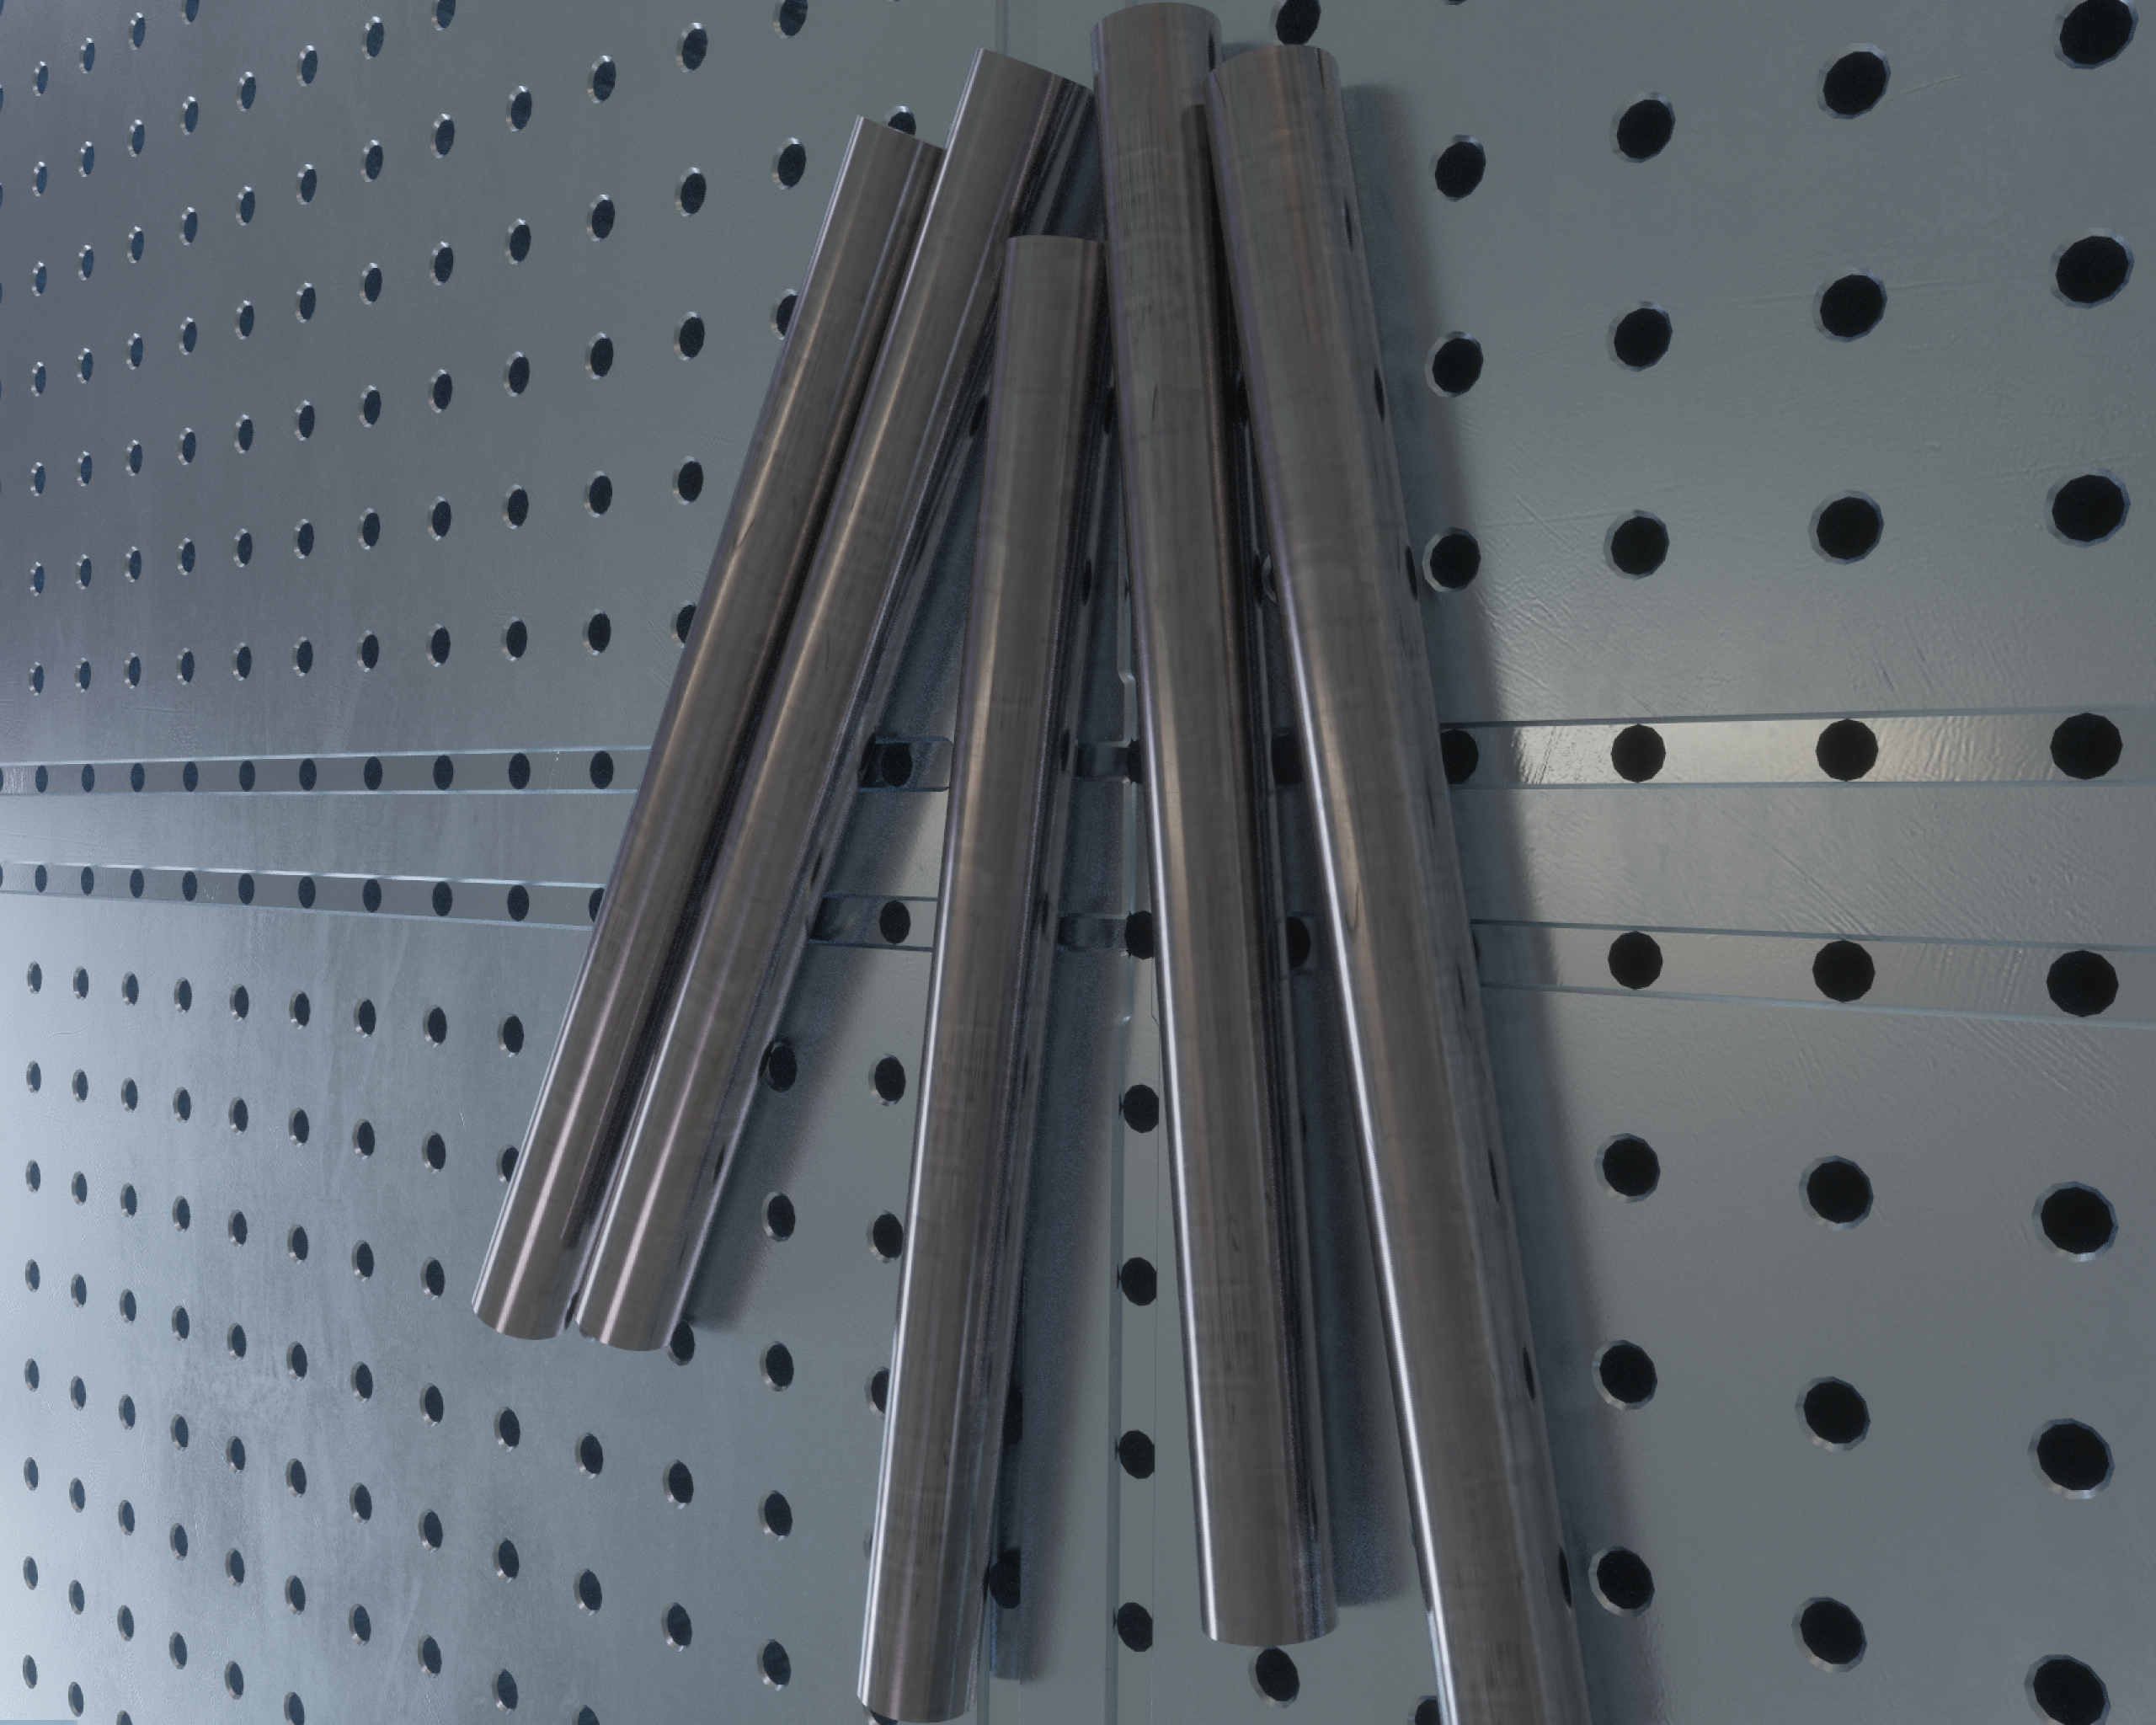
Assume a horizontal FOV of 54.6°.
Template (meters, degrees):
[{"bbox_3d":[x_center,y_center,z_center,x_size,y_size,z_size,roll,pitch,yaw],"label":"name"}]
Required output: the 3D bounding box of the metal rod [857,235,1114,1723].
[{"bbox_3d":[-0.018,0.027,0.425,0.025,0.025,0.298,10,97,39],"label":"metal rod"}]

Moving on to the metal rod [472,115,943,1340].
[{"bbox_3d":[-0.087,-0.020,0.482,0.025,0.025,0.298,34,111,35],"label":"metal rod"}]

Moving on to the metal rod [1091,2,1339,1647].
[{"bbox_3d":[0.025,-0.010,0.390,0.025,0.025,0.299,-7,86,40],"label":"metal rod"}]

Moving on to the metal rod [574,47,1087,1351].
[{"bbox_3d":[-0.058,-0.024,0.459,0.025,0.025,0.298,32,110,35],"label":"metal rod"}]

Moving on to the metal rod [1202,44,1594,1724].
[{"bbox_3d":[0.055,0.004,0.365,0.025,0.025,0.299,-13,82,39],"label":"metal rod"}]
